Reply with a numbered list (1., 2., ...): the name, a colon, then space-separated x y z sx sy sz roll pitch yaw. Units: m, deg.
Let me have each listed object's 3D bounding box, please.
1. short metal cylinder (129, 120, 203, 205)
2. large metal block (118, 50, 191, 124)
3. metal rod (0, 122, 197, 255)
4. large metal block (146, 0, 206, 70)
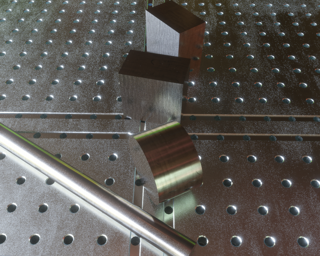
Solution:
1. short metal cylinder: 0.004 0.037 0.341 0.050 0.080 0.080 -20 53 -16
2. large metal block: -0.006 -0.052 0.415 0.080 0.080 0.050 11 51 8
3. metal rod: -0.097 0.061 0.354 0.301 0.025 0.025 26 55 20
4. large metal block: 0.022 -0.142 0.492 0.050 0.080 0.080 -31 57 -23
